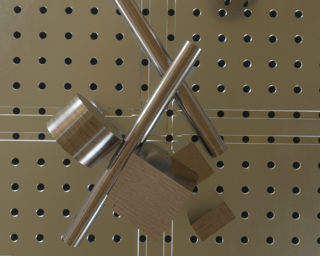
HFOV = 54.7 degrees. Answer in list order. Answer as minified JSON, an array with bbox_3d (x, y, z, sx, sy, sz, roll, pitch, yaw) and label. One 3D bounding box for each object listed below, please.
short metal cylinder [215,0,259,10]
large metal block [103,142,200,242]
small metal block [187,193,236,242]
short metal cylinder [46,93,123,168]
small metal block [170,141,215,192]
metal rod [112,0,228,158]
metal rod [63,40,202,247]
[{"bbox_3d":[0.106,-0.202,0.401,0.081,0.050,0.080,0,90,0],"label":"short metal cylinder"},{"bbox_3d":[-0.010,0.077,0.384,0.080,0.050,0.080,33,109,7],"label":"large metal block"},{"bbox_3d":[0.065,0.113,0.401,0.050,0.050,0.025,-36,90,0],"label":"small metal block"},{"bbox_3d":[-0.092,0.003,0.385,0.050,0.080,0.080,-43,90,0],"label":"short metal cylinder"},{"bbox_3d":[0.036,0.052,0.414,0.050,0.025,0.050,-35,90,0],"label":"small metal block"},{"bbox_3d":[0.000,-0.093,0.413,0.025,0.025,0.299,-32,90,0],"label":"metal rod"},{"bbox_3d":[-0.038,0.024,0.397,0.025,0.025,0.299,32,96,0],"label":"metal rod"}]
